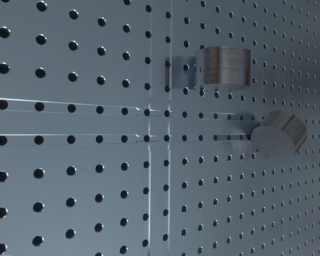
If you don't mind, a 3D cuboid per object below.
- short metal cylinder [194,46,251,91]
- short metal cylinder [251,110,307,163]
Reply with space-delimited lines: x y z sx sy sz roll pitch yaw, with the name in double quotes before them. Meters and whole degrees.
"short metal cylinder" 0.089 -0.083 0.447 0.081 0.080 0.050 2 89 -40
"short metal cylinder" 0.210 0.016 0.549 0.050 0.080 0.080 -40 115 -32
